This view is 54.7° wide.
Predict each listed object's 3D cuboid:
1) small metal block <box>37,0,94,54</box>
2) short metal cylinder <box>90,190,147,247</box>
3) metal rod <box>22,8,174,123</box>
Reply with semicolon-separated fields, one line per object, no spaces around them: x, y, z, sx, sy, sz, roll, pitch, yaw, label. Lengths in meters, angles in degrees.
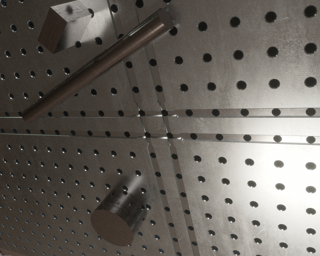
-0.115;-0.123;0.377;0.025;0.050;0.050;42;129;-1;small metal block
-0.069;0.152;0.523;0.080;0.050;0.079;13;124;20;short metal cylinder
-0.104;-0.068;0.421;0.299;0.025;0.025;-24;106;36;metal rod
